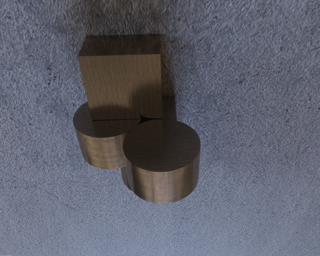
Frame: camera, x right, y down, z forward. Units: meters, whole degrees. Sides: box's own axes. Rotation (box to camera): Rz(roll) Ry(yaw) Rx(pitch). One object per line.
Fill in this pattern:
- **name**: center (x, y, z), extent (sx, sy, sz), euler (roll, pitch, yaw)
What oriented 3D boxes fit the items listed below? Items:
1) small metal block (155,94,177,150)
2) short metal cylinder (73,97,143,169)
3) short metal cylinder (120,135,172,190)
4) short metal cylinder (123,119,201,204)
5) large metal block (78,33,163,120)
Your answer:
- **small metal block**: center (0.006, -0.008, 0.389), extent (0.025, 0.050, 0.050), euler (1, 130, -1)
- **short metal cylinder**: center (-0.059, 0.003, 0.376), extent (0.080, 0.080, 0.050), euler (-2, 130, 1)
- **short metal cylinder**: center (-0.013, 0.041, 0.408), extent (0.081, 0.080, 0.050), euler (0, 130, 0)
- **short metal cylinder**: center (0.003, 0.034, 0.337), extent (0.080, 0.080, 0.050), euler (-2, 130, 1)
- **large metal block**: center (-0.039, -0.056, 0.345), extent (0.080, 0.050, 0.079), euler (-2, 130, 1)
